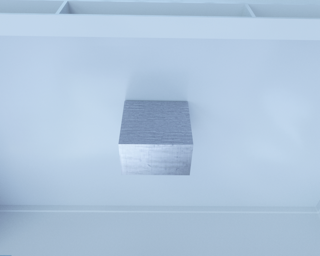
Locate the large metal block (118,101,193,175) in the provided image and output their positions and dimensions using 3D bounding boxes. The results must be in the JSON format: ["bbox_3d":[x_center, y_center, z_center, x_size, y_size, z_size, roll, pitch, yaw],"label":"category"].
[{"bbox_3d":[-0.005,0.011,0.379,0.080,0.080,0.050,1,130,-1],"label":"large metal block"}]
